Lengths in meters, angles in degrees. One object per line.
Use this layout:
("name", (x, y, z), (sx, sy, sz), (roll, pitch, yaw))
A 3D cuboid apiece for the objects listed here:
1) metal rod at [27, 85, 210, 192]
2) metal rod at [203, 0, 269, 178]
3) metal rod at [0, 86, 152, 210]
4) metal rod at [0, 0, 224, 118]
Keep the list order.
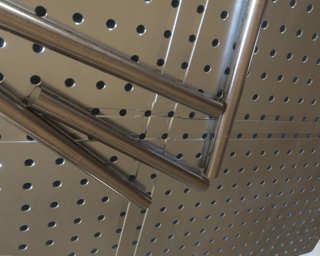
("metal rod", (-0.029, 0.030, 0.412), (0.301, 0.025, 0.025), (32, 100, -38))
("metal rod", (0.104, -0.057, 0.431), (0.025, 0.025, 0.298), (-5, 121, -26))
("metal rod", (-0.104, 0.029, 0.371), (0.025, 0.025, 0.300), (-43, 129, 2))
("metal rod", (-0.036, -0.065, 0.350), (0.302, 0.025, 0.025), (19, 108, -35))
